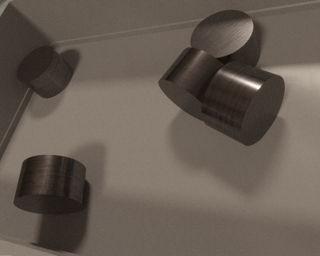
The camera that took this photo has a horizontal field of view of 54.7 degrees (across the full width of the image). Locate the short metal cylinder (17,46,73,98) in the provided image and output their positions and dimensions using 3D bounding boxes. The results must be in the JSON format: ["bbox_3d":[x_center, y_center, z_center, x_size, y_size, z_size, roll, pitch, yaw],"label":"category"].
[{"bbox_3d":[-0.206,-0.100,0.556,0.080,0.050,0.080,-13,56,20],"label":"short metal cylinder"}]

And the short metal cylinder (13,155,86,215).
[{"bbox_3d":[-0.138,0.074,0.395,0.080,0.080,0.050,-15,56,19],"label":"short metal cylinder"}]

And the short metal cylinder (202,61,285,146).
[{"bbox_3d":[0.091,-0.027,0.338,0.050,0.080,0.080,31,79,37],"label":"short metal cylinder"}]

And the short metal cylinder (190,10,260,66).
[{"bbox_3d":[0.087,-0.108,0.410,0.080,0.050,0.080,-13,56,20],"label":"short metal cylinder"}]

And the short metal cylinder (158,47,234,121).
[{"bbox_3d":[0.045,-0.051,0.377,0.080,0.080,0.050,31,79,37],"label":"short metal cylinder"}]
